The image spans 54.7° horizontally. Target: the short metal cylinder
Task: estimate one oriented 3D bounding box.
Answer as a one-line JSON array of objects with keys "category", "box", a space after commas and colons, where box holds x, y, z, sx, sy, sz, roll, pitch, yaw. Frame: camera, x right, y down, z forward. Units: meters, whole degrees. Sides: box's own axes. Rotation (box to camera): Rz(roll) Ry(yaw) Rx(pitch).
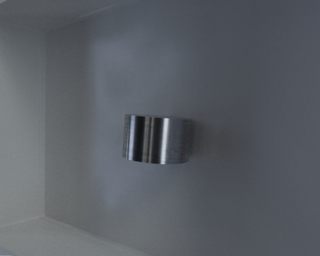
[{"category": "short metal cylinder", "box": [-0.003, 0.011, 0.372, 0.080, 0.081, 0.050, 8, 95, 39]}]
